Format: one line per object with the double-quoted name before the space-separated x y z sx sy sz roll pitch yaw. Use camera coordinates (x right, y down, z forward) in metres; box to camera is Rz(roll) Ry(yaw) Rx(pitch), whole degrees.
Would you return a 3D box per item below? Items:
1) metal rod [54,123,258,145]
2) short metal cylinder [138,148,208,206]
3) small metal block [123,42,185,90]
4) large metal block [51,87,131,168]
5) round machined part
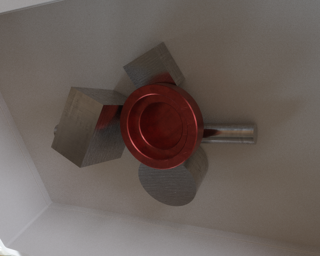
"metal rod" -0.025 0.006 0.420 0.300 0.025 0.025 0 119 27
"short metal cylinder" 0.018 0.057 0.413 0.080 0.050 0.079 13 124 20
"small metal block" -0.007 -0.066 0.369 0.050 0.025 0.050 -23 107 36
"large metal block" -0.078 -0.003 0.390 0.050 0.080 0.079 30 106 23
"round machined part" 0.005 -0.004 0.364 0.098 0.042 0.097 6 104 27
